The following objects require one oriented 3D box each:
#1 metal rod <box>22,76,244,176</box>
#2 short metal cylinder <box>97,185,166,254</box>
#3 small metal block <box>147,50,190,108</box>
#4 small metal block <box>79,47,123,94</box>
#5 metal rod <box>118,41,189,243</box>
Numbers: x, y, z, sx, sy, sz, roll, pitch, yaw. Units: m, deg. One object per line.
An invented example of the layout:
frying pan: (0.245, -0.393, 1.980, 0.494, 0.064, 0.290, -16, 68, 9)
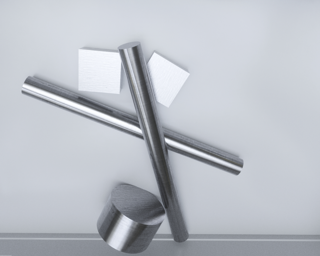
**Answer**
metal rod: (-0.029, 0.000, 0.411, 0.302, 0.025, 0.025, 21, 109, -8)
short metal cylinder: (-0.040, 0.123, 0.427, 0.080, 0.080, 0.050, 24, 108, -9)
small metal block: (0.002, -0.062, 0.389, 0.050, 0.025, 0.050, 29, 107, -11)
small metal block: (-0.073, -0.072, 0.384, 0.050, 0.025, 0.050, 5, 110, -2)
metal rod: (0.000, 0.038, 0.401, 0.025, 0.025, 0.298, -12, 119, 4)
